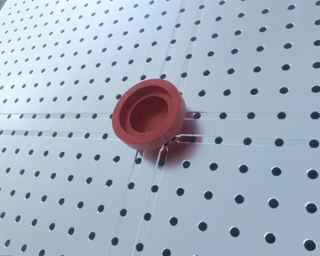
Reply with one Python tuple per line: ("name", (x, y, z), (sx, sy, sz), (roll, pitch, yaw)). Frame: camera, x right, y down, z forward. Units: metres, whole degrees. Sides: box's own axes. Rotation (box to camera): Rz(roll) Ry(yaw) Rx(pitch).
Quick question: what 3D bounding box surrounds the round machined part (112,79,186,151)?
("round machined part", (-0.011, -0.014, 0.412), (0.098, 0.042, 0.098), (-13, 56, 21))
